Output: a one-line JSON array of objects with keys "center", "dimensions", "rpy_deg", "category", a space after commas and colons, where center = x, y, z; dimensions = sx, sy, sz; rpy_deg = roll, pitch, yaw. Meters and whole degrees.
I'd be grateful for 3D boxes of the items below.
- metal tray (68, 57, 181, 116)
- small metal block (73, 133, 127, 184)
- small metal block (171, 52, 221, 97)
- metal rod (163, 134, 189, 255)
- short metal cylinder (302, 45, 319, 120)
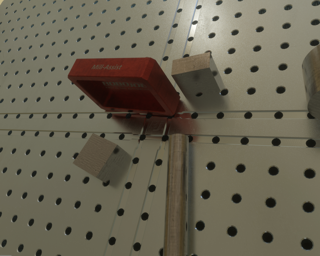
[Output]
[{"center": [-0.049, -0.056, 0.424], "dimensions": [0.130, 0.090, 0.030], "rpy_deg": [7, 65, 30], "category": "metal tray"}, {"center": [-0.083, 0.041, 0.425], "dimensions": [0.050, 0.025, 0.050], "rpy_deg": [21, 73, 35], "category": "small metal block"}, {"center": [0.049, -0.069, 0.408], "dimensions": [0.050, 0.050, 0.025], "rpy_deg": [-8, 59, 24], "category": "small metal block"}, {"center": [0.015, 0.142, 0.312], "dimensions": [0.025, 0.025, 0.299], "rpy_deg": [-10, 57, 22], "category": "metal rod"}, {"center": [0.186, -0.046, 0.304], "dimensions": [0.080, 0.080, 0.050], "rpy_deg": [-7, 59, 24], "category": "short metal cylinder"}]
